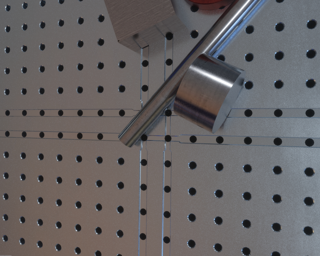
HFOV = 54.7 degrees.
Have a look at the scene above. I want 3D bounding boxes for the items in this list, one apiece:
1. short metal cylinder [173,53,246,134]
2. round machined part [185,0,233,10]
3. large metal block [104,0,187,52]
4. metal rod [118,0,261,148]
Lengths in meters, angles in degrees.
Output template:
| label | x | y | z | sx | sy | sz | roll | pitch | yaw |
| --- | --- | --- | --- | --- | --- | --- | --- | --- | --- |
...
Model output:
| label | x | y | z | sx | sy | sz | roll | pitch | yaw |
| --- | --- | --- | --- | --- | --- | --- | --- | --- | --- |
| short metal cylinder | 0.058 | -0.040 | 0.362 | 0.050 | 0.080 | 0.080 | 29 | 99 | 17 |
| round machined part | 0.061 | -0.202 | 0.382 | 0.098 | 0.042 | 0.097 | 0 | 90 | 19 |
| large metal block | -0.021 | -0.159 | 0.406 | 0.080 | 0.050 | 0.080 | -21 | 83 | 18 |
| metal rod | 0.049 | -0.090 | 0.394 | 0.025 | 0.025 | 0.299 | 45 | 103 | 14 |
